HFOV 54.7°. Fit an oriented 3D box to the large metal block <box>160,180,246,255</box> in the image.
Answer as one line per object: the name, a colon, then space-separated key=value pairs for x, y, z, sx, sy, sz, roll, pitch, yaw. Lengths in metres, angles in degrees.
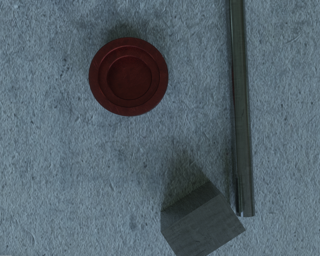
large metal block: x=0.048 y=0.114 z=0.383 sx=0.080 sy=0.080 sz=0.050 roll=-33 pitch=90 yaw=0

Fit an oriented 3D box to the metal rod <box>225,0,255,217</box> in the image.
metal rod: x=0.106 y=-0.034 z=0.410 sx=0.025 sy=0.025 sz=0.298 roll=-3 pitch=90 yaw=0

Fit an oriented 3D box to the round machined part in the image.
round machined part: x=-0.039 y=-0.063 z=0.401 sx=0.099 sy=0.042 sz=0.097 roll=0 pitch=90 yaw=0
